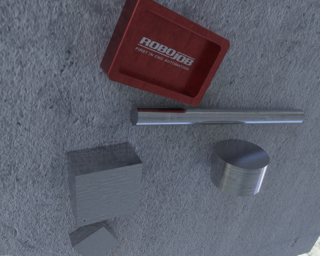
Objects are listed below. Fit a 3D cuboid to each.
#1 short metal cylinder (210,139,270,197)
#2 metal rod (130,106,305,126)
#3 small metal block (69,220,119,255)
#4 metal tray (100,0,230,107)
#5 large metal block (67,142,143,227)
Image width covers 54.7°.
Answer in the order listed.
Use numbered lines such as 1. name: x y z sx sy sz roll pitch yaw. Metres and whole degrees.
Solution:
1. short metal cylinder: 0.121 0.059 0.477 0.081 0.080 0.050 -8 122 -25
2. metal rod: 0.101 -0.018 0.453 0.303 0.025 0.025 -1 119 -28
3. small metal block: -0.096 0.163 0.456 0.050 0.025 0.050 -33 129 -7
4. metal tray: 0.009 -0.084 0.357 0.131 0.030 0.089 14 111 -34
5. large metal block: -0.071 0.070 0.396 0.081 0.050 0.079 -8 122 -25
